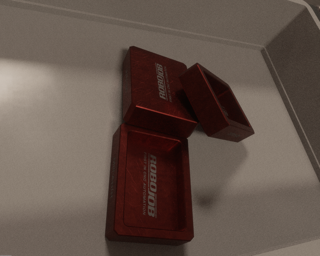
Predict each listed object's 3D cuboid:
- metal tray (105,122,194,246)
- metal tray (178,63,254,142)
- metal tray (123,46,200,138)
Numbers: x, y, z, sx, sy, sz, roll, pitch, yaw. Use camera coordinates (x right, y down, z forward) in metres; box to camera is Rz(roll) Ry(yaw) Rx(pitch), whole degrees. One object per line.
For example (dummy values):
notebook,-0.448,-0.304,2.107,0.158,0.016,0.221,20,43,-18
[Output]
metal tray,-0.011,0.063,0.359,0.091,0.030,0.130,13,56,-22
metal tray,0.082,-0.029,0.426,0.131,0.030,0.090,11,51,-59
metal tray,-0.002,-0.051,0.415,0.091,0.030,0.130,14,42,-20
